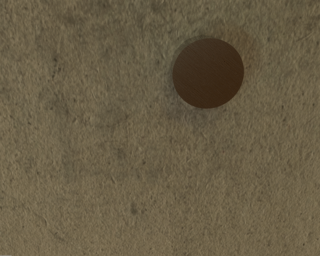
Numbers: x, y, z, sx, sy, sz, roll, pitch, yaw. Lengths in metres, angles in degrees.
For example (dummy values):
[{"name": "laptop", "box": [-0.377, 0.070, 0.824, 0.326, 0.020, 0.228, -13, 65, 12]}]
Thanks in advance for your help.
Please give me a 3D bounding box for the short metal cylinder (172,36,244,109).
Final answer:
[{"name": "short metal cylinder", "box": [0.054, -0.069, 0.372, 0.081, 0.050, 0.079, 0, 110, -1]}]
